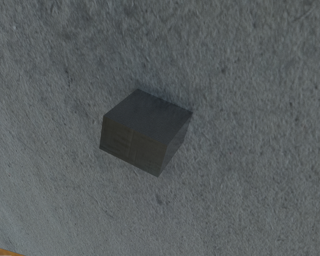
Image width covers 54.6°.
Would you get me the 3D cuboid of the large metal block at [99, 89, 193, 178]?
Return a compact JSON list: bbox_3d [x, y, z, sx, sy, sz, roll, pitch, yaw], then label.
[{"bbox_3d":[-0.016,0.003,0.382,0.080,0.080,0.050,25,127,13],"label":"large metal block"}]
